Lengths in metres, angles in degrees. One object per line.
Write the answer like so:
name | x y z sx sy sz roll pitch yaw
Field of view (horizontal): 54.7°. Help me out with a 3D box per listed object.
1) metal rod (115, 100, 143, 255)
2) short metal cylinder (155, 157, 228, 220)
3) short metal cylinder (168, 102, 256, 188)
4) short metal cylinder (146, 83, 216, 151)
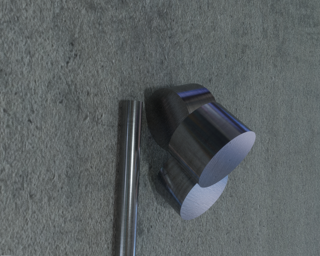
metal rod | -0.040 0.117 0.371 0.025 0.025 0.298 4 87 -40
short metal cylinder | 0.041 0.071 0.401 0.081 0.050 0.079 -26 137 -27
short metal cylinder | 0.056 0.019 0.338 0.081 0.050 0.080 -30 147 -22
short metal cylinder | 0.028 -0.014 0.392 0.050 0.080 0.079 -16 100 -39
